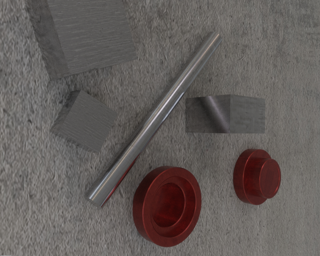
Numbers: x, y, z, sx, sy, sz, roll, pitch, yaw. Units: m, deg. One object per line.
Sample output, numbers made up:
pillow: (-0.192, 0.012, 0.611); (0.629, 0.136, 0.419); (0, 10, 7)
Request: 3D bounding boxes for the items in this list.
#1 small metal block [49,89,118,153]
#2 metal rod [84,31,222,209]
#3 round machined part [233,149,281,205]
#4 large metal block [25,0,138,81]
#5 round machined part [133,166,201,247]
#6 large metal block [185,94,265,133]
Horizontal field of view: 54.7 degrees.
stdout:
small metal block: (-0.082, -0.006, 0.336); (0.050, 0.025, 0.050); (35, 68, -35)
metal rod: (0.005, -0.027, 0.408); (0.025, 0.025, 0.301); (51, 60, -28)
round machined part: (0.175, 0.086, 0.541); (0.099, 0.042, 0.097); (0, 90, -40)
large metal block: (-0.079, -0.100, 0.322); (0.081, 0.050, 0.080); (-24, 105, -38)
round machined part: (0.005, 0.097, 0.398); (0.099, 0.042, 0.097); (0, 90, -40)
large metal block: (0.094, -0.018, 0.448); (0.081, 0.080, 0.050); (1, 90, -40)
